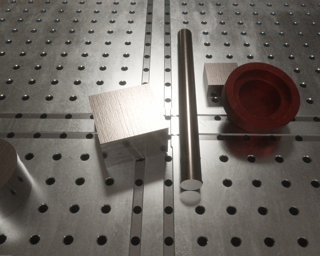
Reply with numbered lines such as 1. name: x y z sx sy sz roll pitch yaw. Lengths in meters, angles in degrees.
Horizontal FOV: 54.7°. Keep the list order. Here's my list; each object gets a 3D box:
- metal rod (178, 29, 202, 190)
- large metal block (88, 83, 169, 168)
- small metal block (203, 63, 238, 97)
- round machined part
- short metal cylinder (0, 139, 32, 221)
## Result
1. metal rod: 0.040 -0.050 0.449 0.025 0.025 0.300 1 50 1
2. large metal block: -0.040 -0.005 0.395 0.081 0.050 0.080 -14 52 -12
3. small metal block: 0.094 -0.073 0.471 0.050 0.025 0.050 -1 50 -1
4. round machined part: 0.131 -0.036 0.418 0.099 0.042 0.098 2 66 -4
5. short metal cylinder: -0.191 0.057 0.341 0.081 0.050 0.080 0 50 0
